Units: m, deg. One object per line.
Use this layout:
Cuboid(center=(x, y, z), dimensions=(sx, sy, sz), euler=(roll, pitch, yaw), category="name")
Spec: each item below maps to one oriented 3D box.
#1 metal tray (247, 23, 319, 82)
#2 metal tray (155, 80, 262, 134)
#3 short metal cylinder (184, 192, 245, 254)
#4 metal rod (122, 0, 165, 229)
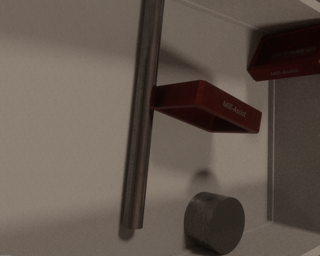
Cuboid(center=(0.226, -0.129, 0.531), dimensions=(0.030, 0.130, 0.090), euler=(43, 64, -32), category="metal tray")
Cuboid(center=(0.064, -0.024, 0.420), dimensions=(0.131, 0.090, 0.030), euler=(20, 78, -39), category="metal tray")
Cuboid(center=(0.082, 0.139, 0.462), dimensions=(0.081, 0.050, 0.079), euler=(0, 90, -40), category="short metal cylinder")
Cuboid(center=(-0.020, -0.027, 0.391), dimensions=(0.025, 0.025, 0.298), euler=(9, 84, -40), category="metal rod")
